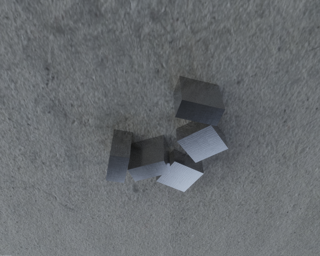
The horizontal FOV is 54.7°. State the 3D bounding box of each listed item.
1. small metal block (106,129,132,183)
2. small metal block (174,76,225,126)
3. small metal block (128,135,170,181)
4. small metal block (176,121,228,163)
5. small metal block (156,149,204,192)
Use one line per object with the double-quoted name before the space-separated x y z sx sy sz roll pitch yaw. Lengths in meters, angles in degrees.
"small metal block" -0.056 0.038 0.423 0.025 0.050 0.050 9 130 -8
"small metal block" 0.044 -0.032 0.364 0.050 0.050 0.025 12 129 -10
"small metal block" -0.015 0.041 0.426 0.050 0.050 0.025 -15 129 12
"small metal block" 0.057 0.015 0.421 0.050 0.025 0.050 -27 126 20
"small metal block" 0.029 0.064 0.463 0.050 0.025 0.050 25 126 -20
